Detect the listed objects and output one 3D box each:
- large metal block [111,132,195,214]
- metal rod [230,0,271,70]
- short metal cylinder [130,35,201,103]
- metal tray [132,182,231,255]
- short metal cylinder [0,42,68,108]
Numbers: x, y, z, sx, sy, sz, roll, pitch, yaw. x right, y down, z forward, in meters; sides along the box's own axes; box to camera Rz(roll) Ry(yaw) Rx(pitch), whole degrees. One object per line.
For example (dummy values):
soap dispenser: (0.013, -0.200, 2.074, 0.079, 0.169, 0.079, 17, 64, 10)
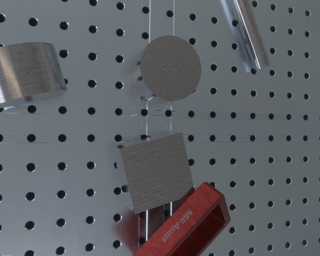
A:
large metal block: (-0.009, 0.053, 0.396, 0.081, 0.050, 0.080, -14, 95, -20)
metal rod: (0.099, -0.229, 0.448, 0.025, 0.025, 0.299, -25, 98, -18)
short metal cylinder: (0.006, -0.073, 0.401, 0.081, 0.050, 0.080, 0, 90, -20)
metal tray: (0.033, 0.140, 0.395, 0.130, 0.030, 0.090, -43, 142, -15)
short metal cylinder: (-0.146, -0.054, 0.329, 0.081, 0.080, 0.050, -17, 96, -19)
